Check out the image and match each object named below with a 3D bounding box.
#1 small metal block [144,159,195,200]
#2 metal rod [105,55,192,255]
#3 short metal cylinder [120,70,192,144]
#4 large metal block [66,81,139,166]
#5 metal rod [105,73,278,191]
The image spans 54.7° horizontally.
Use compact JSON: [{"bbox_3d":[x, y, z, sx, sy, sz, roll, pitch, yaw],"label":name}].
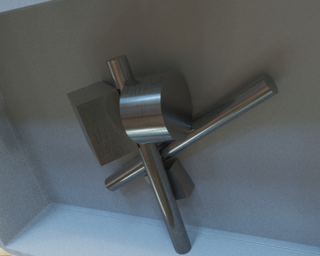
[{"bbox_3d":[0.014,0.077,0.446,0.050,0.025,0.050,-23,106,36],"label":"small metal block"},{"bbox_3d":[-0.007,0.052,0.408,0.025,0.025,0.298,-5,115,30],"label":"metal rod"},{"bbox_3d":[-0.002,-0.022,0.356,0.050,0.080,0.080,-5,116,29],"label":"short metal cylinder"},{"bbox_3d":[-0.075,-0.009,0.398,0.080,0.050,0.080,34,145,61],"label":"large metal block"},{"bbox_3d":[0.017,0.022,0.409,0.025,0.025,0.299,49,128,-7],"label":"metal rod"}]
